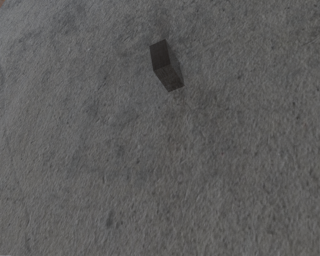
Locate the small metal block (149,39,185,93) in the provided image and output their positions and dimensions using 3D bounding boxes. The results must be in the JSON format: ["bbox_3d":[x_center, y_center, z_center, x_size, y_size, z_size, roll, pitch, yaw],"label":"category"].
[{"bbox_3d":[0.010,-0.087,0.437,0.025,0.050,0.050,-21,54,16],"label":"small metal block"}]
